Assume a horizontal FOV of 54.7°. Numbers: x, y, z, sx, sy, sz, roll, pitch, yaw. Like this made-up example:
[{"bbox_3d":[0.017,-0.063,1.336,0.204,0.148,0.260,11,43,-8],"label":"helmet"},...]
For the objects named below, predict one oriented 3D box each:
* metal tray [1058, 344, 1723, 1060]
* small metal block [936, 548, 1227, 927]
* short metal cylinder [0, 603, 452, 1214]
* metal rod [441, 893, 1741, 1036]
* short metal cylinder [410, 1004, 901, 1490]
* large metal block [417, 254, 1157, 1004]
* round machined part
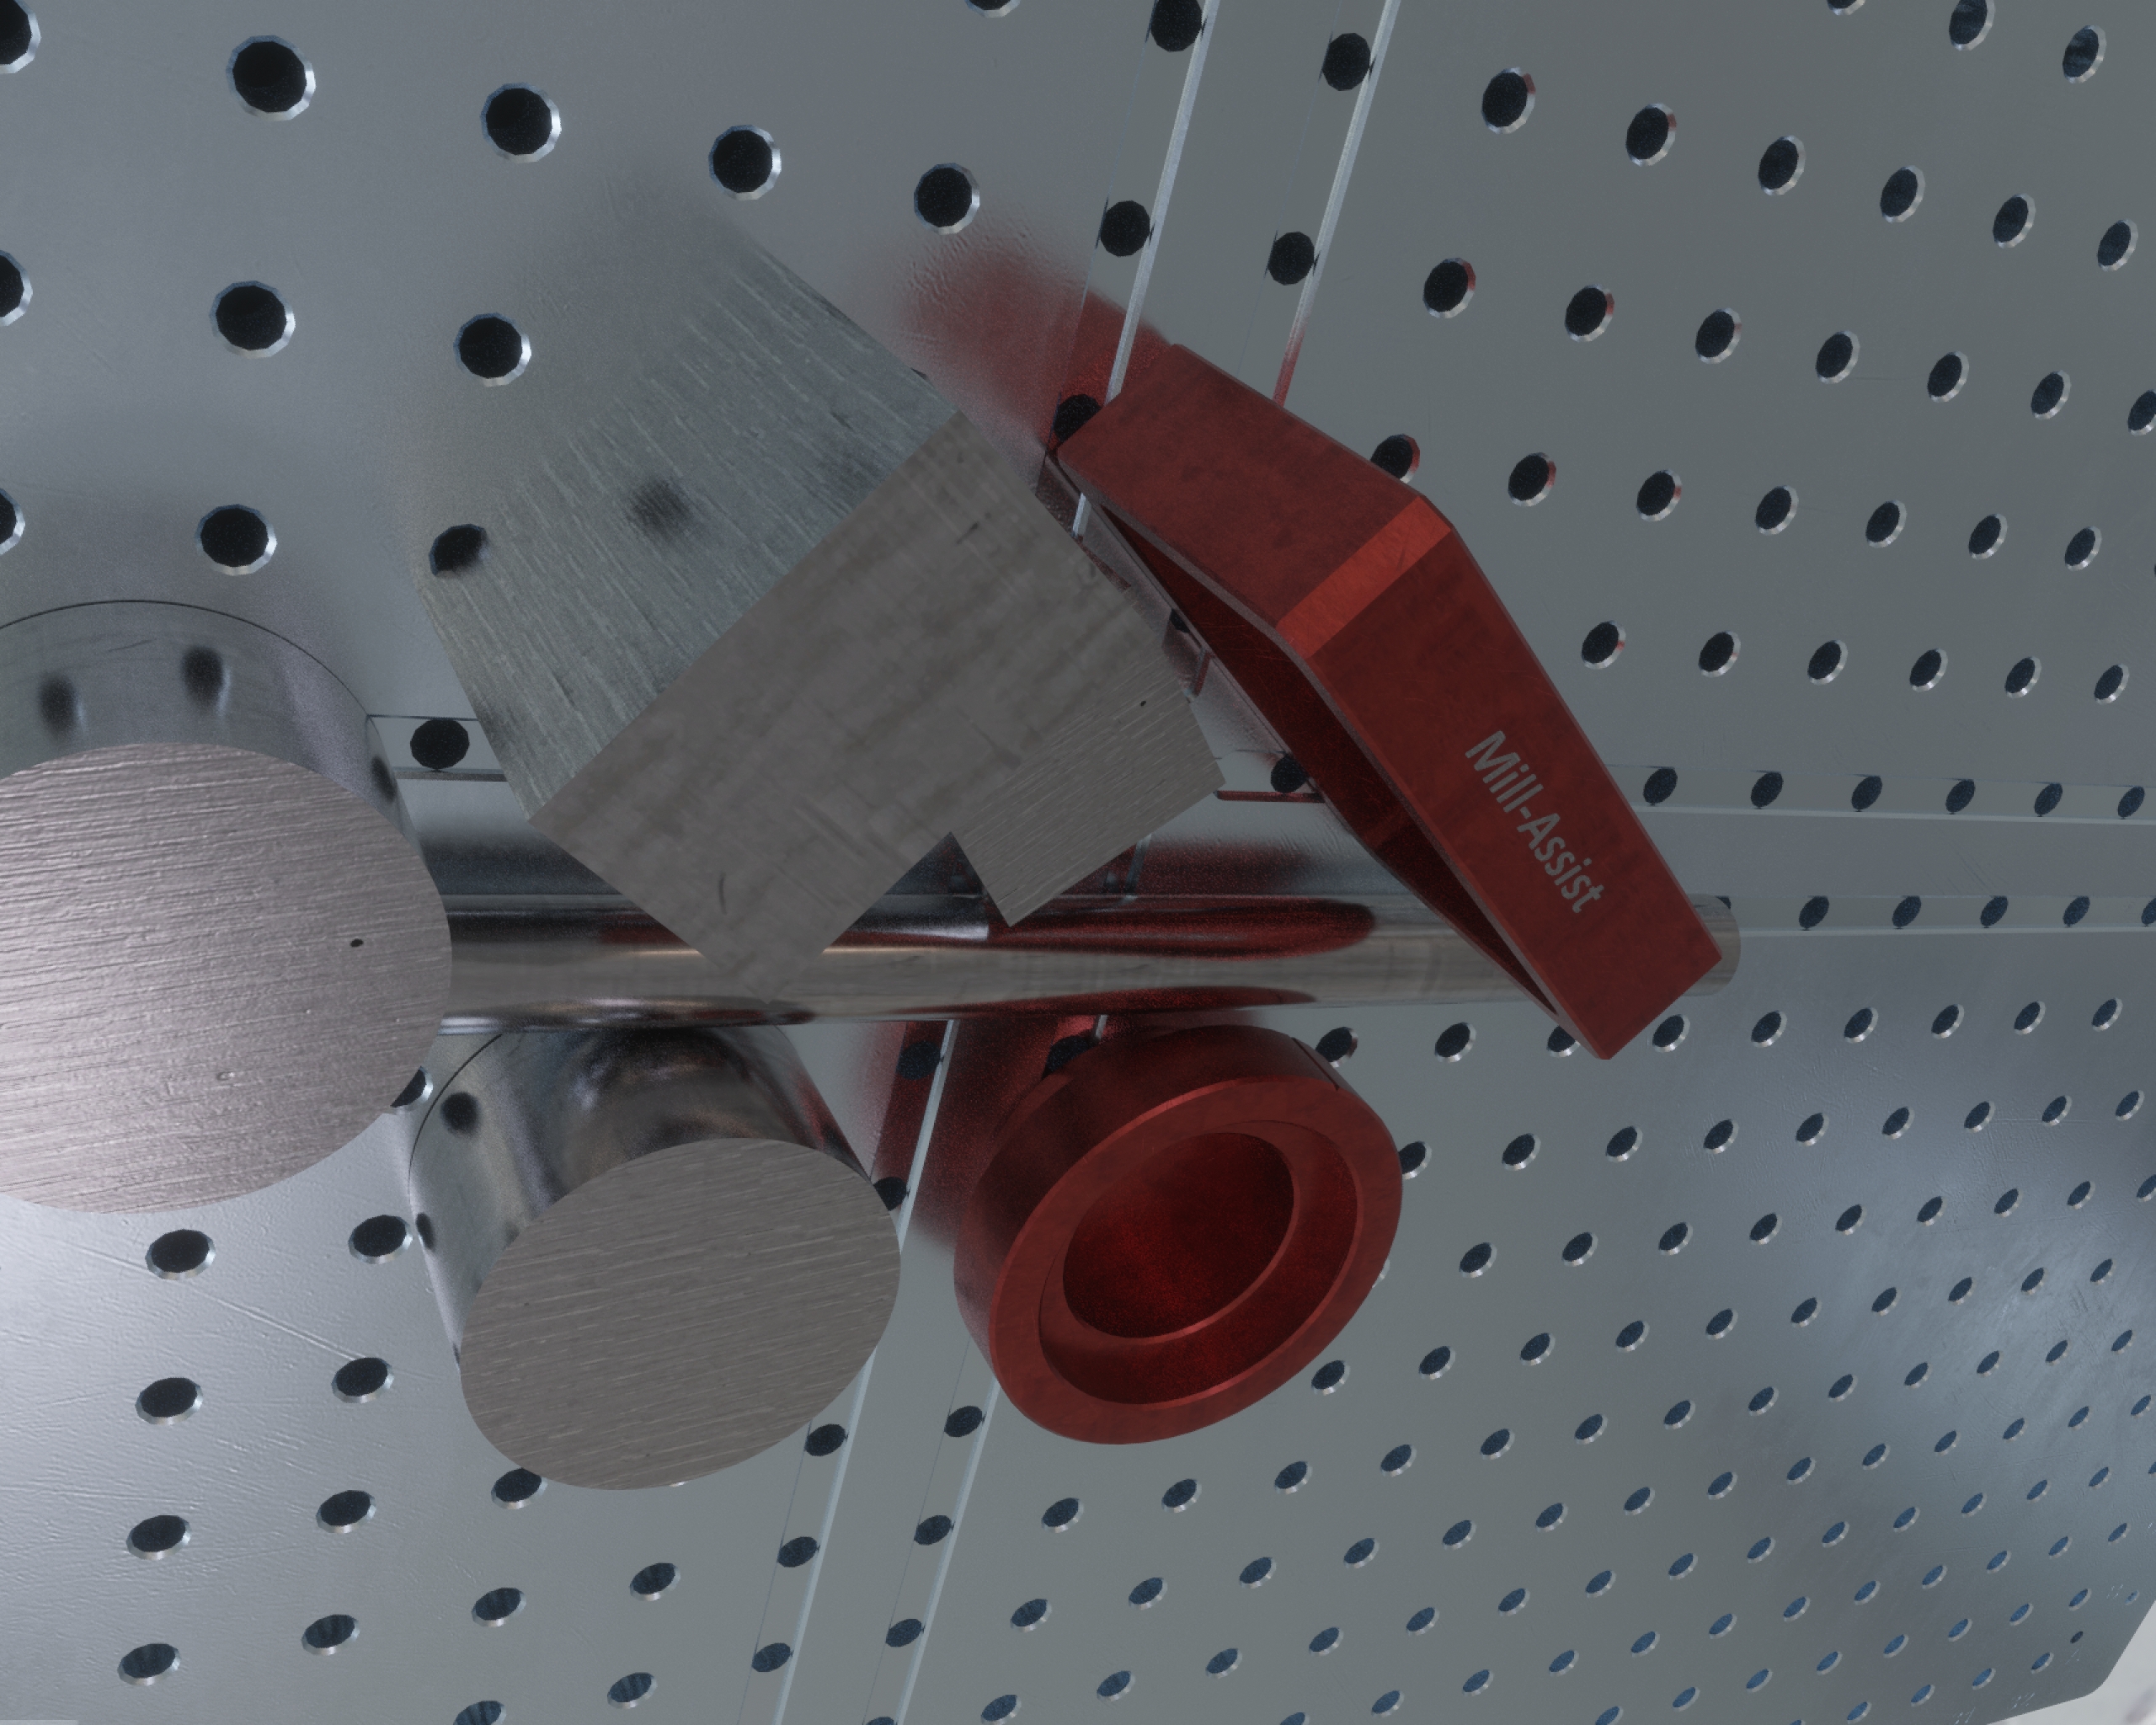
[{"bbox_3d":[0.058,-0.028,0.383,0.030,0.090,0.130,-43,129,1],"label":"metal tray"},{"bbox_3d":[-0.007,-0.024,0.392,0.050,0.025,0.050,-34,129,-6],"label":"small metal block"},{"bbox_3d":[-0.142,0.007,0.320,0.081,0.050,0.079,-14,124,-21],"label":"short metal cylinder"},{"bbox_3d":[0.019,0.019,0.433,0.303,0.025,0.025,1,118,-29],"label":"metal rod"},{"bbox_3d":[-0.080,0.070,0.394,0.081,0.050,0.079,-14,124,-21],"label":"short metal cylinder"},{"bbox_3d":[-0.048,-0.039,0.325,0.080,0.080,0.050,-44,130,2],"label":"large metal block"},{"bbox_3d":[0.018,0.076,0.457,0.099,0.042,0.097,-14,124,-21],"label":"round machined part"}]
